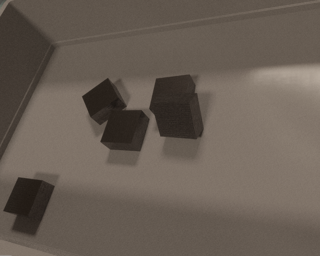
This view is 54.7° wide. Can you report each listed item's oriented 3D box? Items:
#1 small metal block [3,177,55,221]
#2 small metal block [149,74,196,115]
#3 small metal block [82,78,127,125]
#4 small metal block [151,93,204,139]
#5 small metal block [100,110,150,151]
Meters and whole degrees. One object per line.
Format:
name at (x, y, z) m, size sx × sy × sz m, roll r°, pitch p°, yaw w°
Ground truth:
small metal block at (-0.185, 0.100, 0.439) m, size 0.050 × 0.025 × 0.050 m, roll 1°, pitch 62°, yaw 28°
small metal block at (0.018, -0.043, 0.421) m, size 0.050 × 0.025 × 0.050 m, roll -3°, pitch 60°, yaw 26°
small metal block at (-0.086, -0.041, 0.474) m, size 0.050 × 0.025 × 0.050 m, roll -35°, pitch 52°, yaw 5°
small metal block at (0.022, -0.015, 0.383) m, size 0.050 × 0.050 × 0.025 m, roll 4°, pitch 34°, yaw 29°
small metal block at (-0.048, 0.003, 0.427) m, size 0.050 × 0.025 × 0.050 m, roll 1°, pitch 62°, yaw 28°
